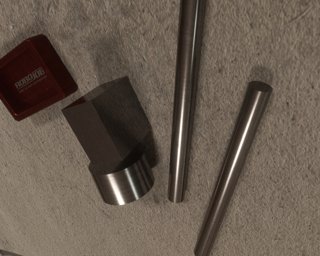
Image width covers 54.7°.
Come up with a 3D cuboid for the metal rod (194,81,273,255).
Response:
[{"bbox_3d":[0.086,0.077,0.408,0.025,0.025,0.298,20,126,16],"label":"metal rod"}]

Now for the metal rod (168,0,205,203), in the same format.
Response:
[{"bbox_3d":[0.029,-0.024,0.375,0.025,0.025,0.298,15,125,19],"label":"metal rod"}]

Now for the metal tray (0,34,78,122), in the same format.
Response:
[{"bbox_3d":[-0.194,-0.070,0.460,0.130,0.030,0.090,-18,109,35],"label":"metal tray"}]

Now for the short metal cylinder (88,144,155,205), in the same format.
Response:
[{"bbox_3d":[-0.053,0.063,0.436,0.080,0.080,0.050,-3,117,29],"label":"short metal cylinder"}]

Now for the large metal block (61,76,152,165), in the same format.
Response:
[{"bbox_3d":[-0.064,-0.010,0.397,0.050,0.080,0.080,-12,112,33],"label":"large metal block"}]
